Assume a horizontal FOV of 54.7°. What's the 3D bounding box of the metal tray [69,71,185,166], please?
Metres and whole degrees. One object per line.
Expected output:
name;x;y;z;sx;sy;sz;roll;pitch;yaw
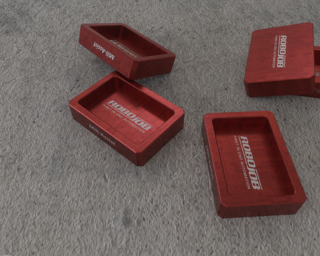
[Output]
metal tray;-0.044;-0.018;0.414;0.130;0.030;0.090;33;57;24

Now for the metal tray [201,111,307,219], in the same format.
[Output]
metal tray;0.104;0.038;0.368;0.091;0.030;0.130;-2;50;-2

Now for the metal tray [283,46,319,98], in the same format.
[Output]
metal tray;0.230;-0.088;0.475;0.131;0.030;0.090;8;50;6

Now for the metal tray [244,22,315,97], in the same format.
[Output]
metal tray;0.181;-0.104;0.464;0.090;0.030;0.130;-1;49;26

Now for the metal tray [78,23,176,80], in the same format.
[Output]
metal tray;-0.052;-0.124;0.482;0.130;0.030;0.091;38;38;27
